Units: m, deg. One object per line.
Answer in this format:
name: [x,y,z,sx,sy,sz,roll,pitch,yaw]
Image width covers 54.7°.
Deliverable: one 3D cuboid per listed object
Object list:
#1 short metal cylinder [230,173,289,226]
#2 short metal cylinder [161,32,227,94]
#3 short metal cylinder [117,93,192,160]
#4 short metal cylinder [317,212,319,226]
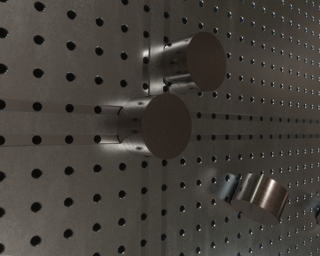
short metal cylinder: [0.165,0.119,0.516,0.080,0.080,0.050,47,62,-30]
short metal cylinder: [0.048,-0.089,0.435,0.081,0.050,0.079,0,90,-40]
short metal cylinder: [-0.006,-0.002,0.390,0.081,0.050,0.079,0,90,-40]
short metal cylinder: [0.424,0.214,0.735,0.050,0.080,0.080,-40,115,-33]
